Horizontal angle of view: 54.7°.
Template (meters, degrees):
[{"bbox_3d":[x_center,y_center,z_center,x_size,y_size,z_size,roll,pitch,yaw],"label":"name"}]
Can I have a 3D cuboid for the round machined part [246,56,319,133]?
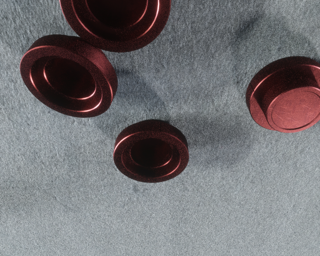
[{"bbox_3d":[0.157,-0.032,0.371,0.099,0.042,0.097,-1,130,0],"label":"round machined part"}]

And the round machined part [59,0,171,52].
[{"bbox_3d":[-0.040,-0.125,0.289,0.099,0.042,0.097,-1,130,0],"label":"round machined part"}]

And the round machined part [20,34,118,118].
[{"bbox_3d":[-0.093,-0.059,0.334,0.099,0.042,0.097,8,140,7],"label":"round machined part"}]

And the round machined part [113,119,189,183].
[{"bbox_3d":[-0.011,0.027,0.419,0.099,0.042,0.097,-1,130,0],"label":"round machined part"}]
